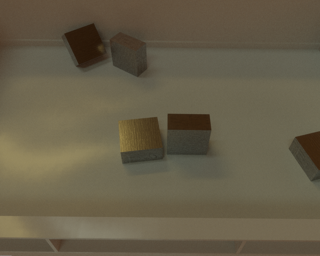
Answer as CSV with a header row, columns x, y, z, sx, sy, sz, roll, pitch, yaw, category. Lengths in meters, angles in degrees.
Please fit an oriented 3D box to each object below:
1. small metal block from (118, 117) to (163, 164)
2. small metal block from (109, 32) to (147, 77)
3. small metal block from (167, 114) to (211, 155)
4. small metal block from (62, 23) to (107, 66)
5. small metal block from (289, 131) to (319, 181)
x,y,z,sx,sy,sz,roll,pitch,yaw,category
-0.025,0.015,0.392,0.050,0.025,0.050,-6,50,-6,small metal block
-0.049,-0.115,0.485,0.050,0.050,0.025,28,56,21,small metal block
0.034,0.009,0.382,0.050,0.050,0.025,1,50,0,small metal block
-0.121,-0.133,0.496,0.050,0.050,0.025,-29,16,-22,small metal block
0.198,0.032,0.381,0.050,0.025,0.050,-12,51,-10,small metal block
